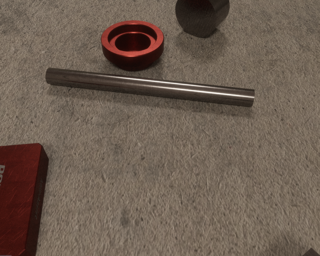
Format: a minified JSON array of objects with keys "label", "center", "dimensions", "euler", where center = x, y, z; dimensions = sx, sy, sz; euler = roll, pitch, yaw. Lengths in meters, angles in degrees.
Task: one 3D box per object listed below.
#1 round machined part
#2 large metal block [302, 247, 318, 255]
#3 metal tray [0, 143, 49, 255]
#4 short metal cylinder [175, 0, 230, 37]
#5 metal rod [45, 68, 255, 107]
[{"label":"round machined part","center":[-0.043,-0.129,0.500],"dimensions":[0.099,0.042,0.098],"euler":[0,50,0]},{"label":"large metal block","center":[0.125,0.163,0.252],"dimensions":[0.081,0.050,0.080],"euler":[-31,57,-24]},{"label":"metal tray","center":[-0.176,0.079,0.331],"dimensions":[0.091,0.030,0.130],"euler":[-5,50,-5]},{"label":"short metal cylinder","center":[0.074,-0.208,0.544],"dimensions":[0.080,0.080,0.050],"euler":[27,55,21]},{"label":"metal rod","center":[-0.017,-0.061,0.453],"dimensions":[0.302,0.025,0.025],"euler":[7,50,5]}]
